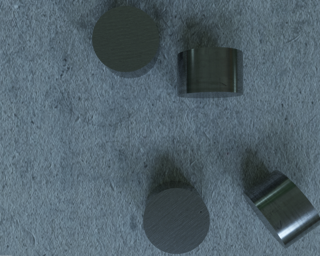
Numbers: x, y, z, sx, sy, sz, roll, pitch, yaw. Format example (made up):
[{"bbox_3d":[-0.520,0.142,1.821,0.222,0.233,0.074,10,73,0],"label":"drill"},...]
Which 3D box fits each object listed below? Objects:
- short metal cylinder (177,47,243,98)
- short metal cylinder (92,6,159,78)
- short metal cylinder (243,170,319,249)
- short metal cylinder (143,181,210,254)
[{"bbox_3d":[0.061,-0.065,0.383,0.081,0.080,0.050,-1,90,0],"label":"short metal cylinder"},{"bbox_3d":[-0.041,-0.107,0.397,0.081,0.050,0.080,0,90,0],"label":"short metal cylinder"},{"bbox_3d":[0.148,0.099,0.384,0.050,0.080,0.080,-36,90,0],"label":"short metal cylinder"},{"bbox_3d":[0.020,0.112,0.398,0.081,0.050,0.080,0,90,0],"label":"short metal cylinder"}]
